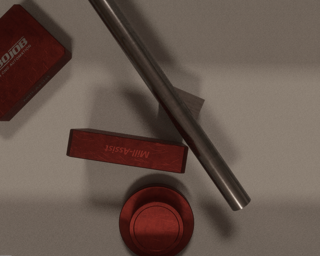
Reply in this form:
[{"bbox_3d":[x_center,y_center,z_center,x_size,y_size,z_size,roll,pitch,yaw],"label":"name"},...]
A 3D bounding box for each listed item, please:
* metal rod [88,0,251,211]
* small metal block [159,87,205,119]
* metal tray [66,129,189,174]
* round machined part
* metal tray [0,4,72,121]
[{"bbox_3d":[0.010,-0.034,0.361,0.025,0.025,0.299,-35,90,0],"label":"metal rod"},{"bbox_3d":[0.026,-0.033,0.399,0.050,0.050,0.025,23,90,-1],"label":"small metal block"},{"bbox_3d":[-0.036,0.025,0.378,0.131,0.090,0.030,9,90,-1],"label":"metal tray"},{"bbox_3d":[-0.004,0.124,0.403,0.099,0.042,0.097,0,90,-1],"label":"round machined part"},{"bbox_3d":[-0.195,-0.083,0.406,0.090,0.030,0.130,44,90,-1],"label":"metal tray"}]
